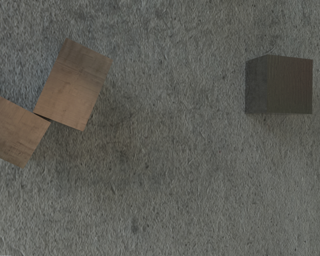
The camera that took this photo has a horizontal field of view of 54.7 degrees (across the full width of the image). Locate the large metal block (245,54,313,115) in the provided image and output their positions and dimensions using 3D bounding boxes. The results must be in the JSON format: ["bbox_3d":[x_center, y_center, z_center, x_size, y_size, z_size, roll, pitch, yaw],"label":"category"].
[{"bbox_3d":[0.176,-0.061,0.460,0.081,0.050,0.080,1,90,-20],"label":"large metal block"}]

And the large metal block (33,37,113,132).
[{"bbox_3d":[-0.098,-0.043,0.343,0.050,0.080,0.080,23,82,-19],"label":"large metal block"}]

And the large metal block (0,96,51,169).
[{"bbox_3d":[-0.163,-0.003,0.320,0.080,0.080,0.050,30,80,-18],"label":"large metal block"}]
